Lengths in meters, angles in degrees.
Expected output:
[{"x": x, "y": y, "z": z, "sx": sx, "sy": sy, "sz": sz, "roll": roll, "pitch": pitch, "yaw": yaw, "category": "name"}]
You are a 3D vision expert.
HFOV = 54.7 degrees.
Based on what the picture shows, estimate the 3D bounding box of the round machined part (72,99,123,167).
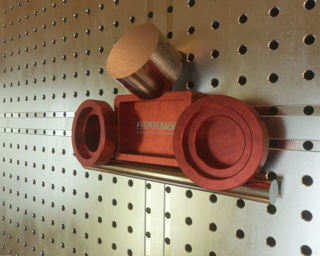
[{"x": -0.090, "y": 0.008, "z": 0.461, "sx": 0.098, "sy": 0.042, "sz": 0.097, "roll": -4, "pitch": 84, "yaw": 48, "category": "round machined part"}]

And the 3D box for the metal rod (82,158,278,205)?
[{"x": -0.002, "y": 0.059, "z": 0.405, "sx": 0.300, "sy": 0.025, "sz": 0.025, "roll": 3, "pitch": 92, "yaw": 39, "category": "metal rod"}]

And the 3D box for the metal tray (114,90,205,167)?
[{"x": -0.005, "y": 0.000, "z": 0.404, "sx": 0.130, "sy": 0.030, "sz": 0.089, "roll": 1, "pitch": 91, "yaw": 39, "category": "metal tray"}]

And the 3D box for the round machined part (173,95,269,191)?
[{"x": 0.067, "y": 0.015, "z": 0.332, "sx": 0.098, "sy": 0.042, "sz": 0.097, "roll": -1, "pitch": 88, "yaw": 32, "category": "round machined part"}]

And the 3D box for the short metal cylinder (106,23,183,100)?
[{"x": -0.019, "y": -0.082, "z": 0.385, "sx": 0.080, "sy": 0.050, "sz": 0.080, "roll": -20, "pitch": 52, "yaw": 29, "category": "short metal cylinder"}]
